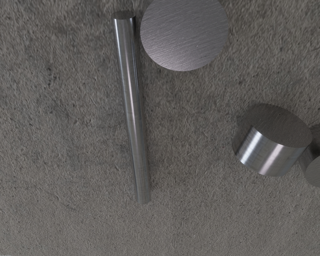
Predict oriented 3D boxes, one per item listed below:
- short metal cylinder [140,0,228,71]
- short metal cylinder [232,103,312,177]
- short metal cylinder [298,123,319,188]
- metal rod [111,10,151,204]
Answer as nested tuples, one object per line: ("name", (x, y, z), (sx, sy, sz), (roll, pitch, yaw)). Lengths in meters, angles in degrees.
("short metal cylinder", (0.022, -0.103, 0.303), (0.081, 0.050, 0.079), (0, 130, 0))
("short metal cylinder", (0.137, 0.014, 0.384), (0.081, 0.080, 0.050), (10, 129, -9))
("short metal cylinder", (0.232, 0.038, 0.426), (0.081, 0.050, 0.079), (0, 130, 0))
("metal rod", (-0.032, 0.000, 0.406), (0.025, 0.025, 0.298), (-2, 130, 1))
